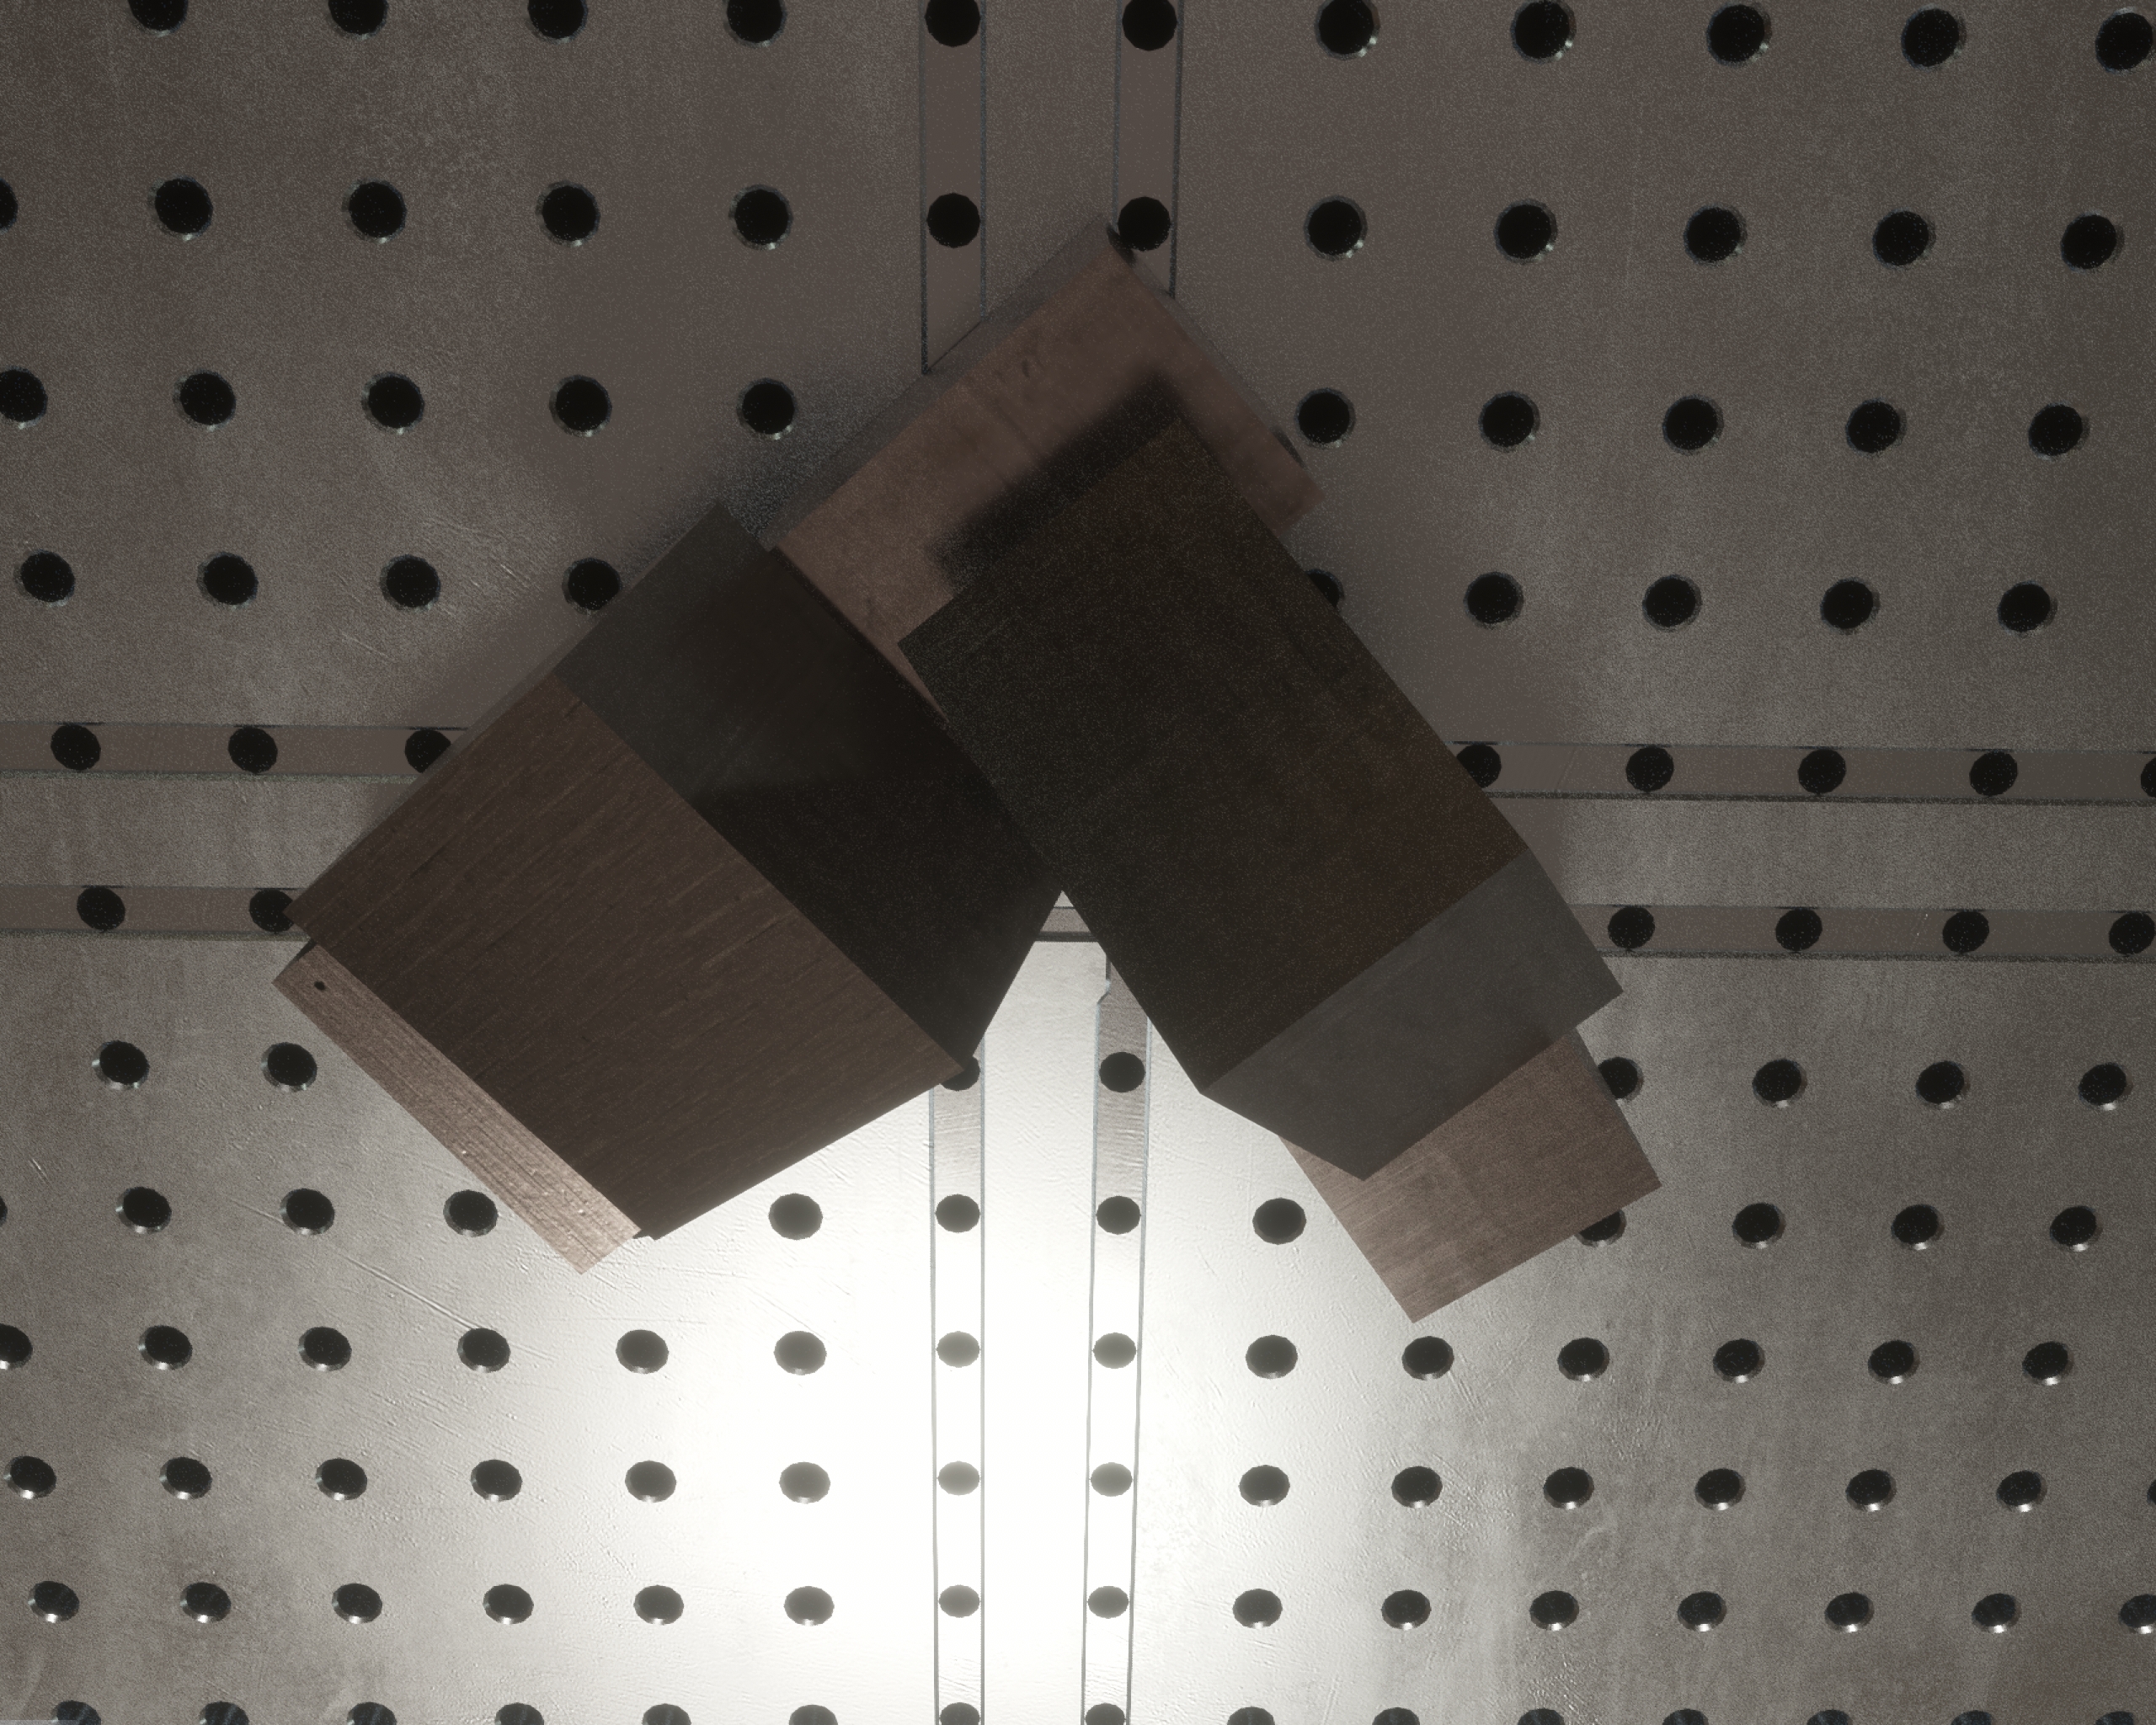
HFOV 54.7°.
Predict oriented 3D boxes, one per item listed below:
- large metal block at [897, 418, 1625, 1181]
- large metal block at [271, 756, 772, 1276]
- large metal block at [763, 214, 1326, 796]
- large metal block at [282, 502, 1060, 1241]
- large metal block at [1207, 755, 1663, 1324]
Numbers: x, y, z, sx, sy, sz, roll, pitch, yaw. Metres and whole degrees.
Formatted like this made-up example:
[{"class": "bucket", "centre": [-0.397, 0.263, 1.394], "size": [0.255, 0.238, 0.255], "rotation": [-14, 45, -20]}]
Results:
[{"class": "large metal block", "centre": [0.029, -0.005, 0.307], "size": [0.050, 0.080, 0.080], "rotation": [-38, 64, 8]}, {"class": "large metal block", "centre": [-0.090, 0.018, 0.405], "size": [0.080, 0.050, 0.080], "rotation": [-38, 106, 12]}, {"class": "large metal block", "centre": [-0.009, -0.063, 0.359], "size": [0.080, 0.080, 0.050], "rotation": [-40, 106, 13]}, {"class": "large metal block", "centre": [-0.062, 0.004, 0.331], "size": [0.080, 0.050, 0.080], "rotation": [-32, 109, 37]}, {"class": "large metal block", "centre": [0.058, 0.024, 0.392], "size": [0.050, 0.080, 0.080], "rotation": [-32, 107, 11]}]
